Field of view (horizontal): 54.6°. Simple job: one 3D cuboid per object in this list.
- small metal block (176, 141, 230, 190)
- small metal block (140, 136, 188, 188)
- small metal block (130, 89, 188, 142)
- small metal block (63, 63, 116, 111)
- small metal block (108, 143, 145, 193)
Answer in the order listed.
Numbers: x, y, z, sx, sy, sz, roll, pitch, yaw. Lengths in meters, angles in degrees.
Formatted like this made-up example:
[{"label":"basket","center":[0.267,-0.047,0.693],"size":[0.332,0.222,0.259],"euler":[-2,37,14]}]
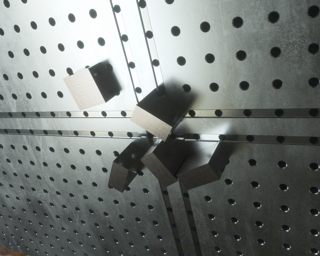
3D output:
[{"label":"small metal block","center":[0.056,0.048,0.396],"size":[0.050,0.050,0.025],"euler":[-28,103,37]},{"label":"small metal block","center":[0.009,0.042,0.417],"size":[0.050,0.050,0.025],"euler":[49,129,-7]},{"label":"small metal block","center":[-0.001,-0.017,0.385],"size":[0.050,0.050,0.025],"euler":[32,129,8]},{"label":"small metal block","center":[-0.098,-0.056,0.429],"size":[0.050,0.025,0.050],"euler":[-12,112,33]},{"label":"small metal block","center":[-0.049,0.058,0.458],"size":[0.025,0.050,0.050],"euler":[27,128,12]}]
